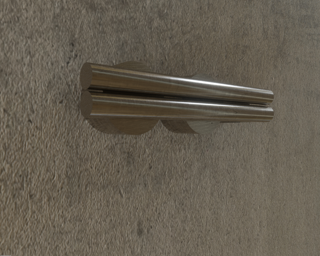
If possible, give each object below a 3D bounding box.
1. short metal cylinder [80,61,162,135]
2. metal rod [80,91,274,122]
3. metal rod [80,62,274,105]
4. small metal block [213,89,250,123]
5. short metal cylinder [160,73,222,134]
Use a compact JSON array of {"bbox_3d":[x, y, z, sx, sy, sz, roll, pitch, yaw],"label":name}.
[{"bbox_3d":[-0.042,-0.032,0.353,0.081,0.050,0.080,0,90,-40],"label":"short metal cylinder"},{"bbox_3d":[0.048,-0.021,0.380,0.302,0.025,0.025,0,90,-40],"label":"metal rod"},{"bbox_3d":[0.048,-0.047,0.380,0.302,0.025,0.025,0,90,-40],"label":"metal rod"},{"bbox_3d":[0.111,-0.033,0.484,0.025,0.050,0.050,-2,91,-40],"label":"small metal block"},{"bbox_3d":[0.042,-0.032,0.425,0.081,0.050,0.080,0,90,-40],"label":"short metal cylinder"}]
